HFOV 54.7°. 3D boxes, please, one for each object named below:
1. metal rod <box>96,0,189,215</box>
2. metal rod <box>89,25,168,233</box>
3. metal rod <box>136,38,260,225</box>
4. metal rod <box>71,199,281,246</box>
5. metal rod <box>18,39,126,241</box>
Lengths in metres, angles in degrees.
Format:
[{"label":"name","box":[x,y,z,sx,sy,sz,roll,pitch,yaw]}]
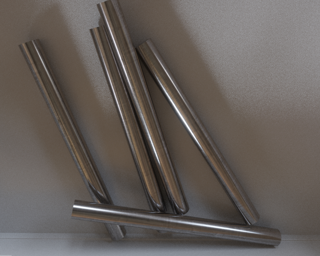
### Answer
[{"label":"metal rod","box":[-0.013,-0.010,0.398,0.025,0.025,0.298,-17,113,5]},{"label":"metal rod","box":[-0.032,0.015,0.416,0.025,0.025,0.298,-14,110,5]},{"label":"metal rod","box":[0.058,0.017,0.418,0.025,0.025,0.299,-31,108,10]},{"label":"metal rod","box":[0.031,0.136,0.437,0.302,0.025,0.025,11,110,-12]},{"label":"metal rod","box":[-0.110,0.030,0.420,0.025,0.025,0.298,-18,110,6]}]
